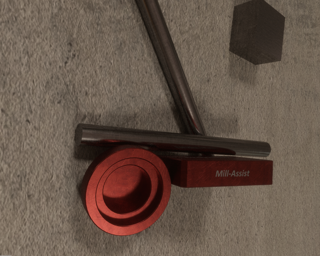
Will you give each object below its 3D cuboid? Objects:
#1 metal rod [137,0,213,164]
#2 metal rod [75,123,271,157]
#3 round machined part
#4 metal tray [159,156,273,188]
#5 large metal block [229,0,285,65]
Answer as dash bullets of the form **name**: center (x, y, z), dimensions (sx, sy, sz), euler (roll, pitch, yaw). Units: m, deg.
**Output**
- **metal rod**: center (0.019, -0.078, 0.422), dimensions (0.025, 0.025, 0.299), euler (-36, 112, -35)
- **metal rod**: center (0.040, 0.021, 0.414), dimensions (0.302, 0.025, 0.025), euler (6, 86, -32)
- **round machined part**: center (-0.040, 0.066, 0.351), dimensions (0.099, 0.042, 0.097), euler (-4, 98, -26)
- **metal tray**: center (0.066, 0.053, 0.398), dimensions (0.131, 0.090, 0.030), euler (3, 88, -24)
- **large metal block**: center (0.168, -0.162, 0.532), dimensions (0.081, 0.050, 0.080), euler (13, 82, -40)
